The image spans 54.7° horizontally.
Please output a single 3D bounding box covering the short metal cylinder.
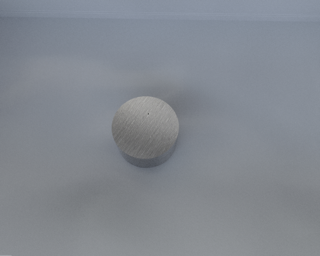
[{"bbox_3d":[-0.018,0.006,0.394,0.081,0.050,0.080,0,70,0],"label":"short metal cylinder"}]
